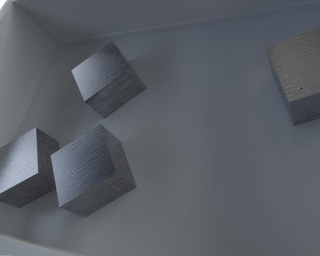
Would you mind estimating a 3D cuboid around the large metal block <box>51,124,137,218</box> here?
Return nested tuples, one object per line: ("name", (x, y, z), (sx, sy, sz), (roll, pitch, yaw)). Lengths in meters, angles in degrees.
("large metal block", (-0.087, 0.055, 0.402), (0.080, 0.050, 0.080), (-32, 52, 7))

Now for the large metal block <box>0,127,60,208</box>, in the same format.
("large metal block", (-0.195, 0.059, 0.456), (0.080, 0.050, 0.080), (-28, 52, 10))

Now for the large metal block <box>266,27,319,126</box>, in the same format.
("large metal block", (0.171, -0.059, 0.336), (0.080, 0.050, 0.080), (-19, 54, 17))

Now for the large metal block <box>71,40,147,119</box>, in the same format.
("large metal block", (-0.080, -0.075, 0.478), (0.080, 0.050, 0.080), (-35, 51, 5))
